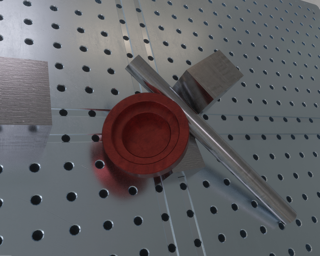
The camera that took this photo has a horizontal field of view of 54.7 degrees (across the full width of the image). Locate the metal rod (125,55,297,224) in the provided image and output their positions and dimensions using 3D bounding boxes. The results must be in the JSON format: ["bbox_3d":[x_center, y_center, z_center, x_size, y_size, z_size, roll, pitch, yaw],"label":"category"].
[{"bbox_3d":[0.072,0.020,0.408,0.300,0.025,0.025,44,51,-8],"label":"metal rod"}]

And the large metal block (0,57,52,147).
[{"bbox_3d":[-0.160,-0.026,0.322,0.081,0.050,0.080,1,61,-28],"label":"large metal block"}]

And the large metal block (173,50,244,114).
[{"bbox_3d":[0.058,-0.054,0.437,0.050,0.080,0.080,49,51,6],"label":"large metal block"}]

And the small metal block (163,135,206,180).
[{"bbox_3d":[0.024,0.035,0.399,0.050,0.025,0.050,-6,65,-31],"label":"small metal block"}]

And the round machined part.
[{"bbox_3d":[-0.015,0.011,0.364,0.099,0.042,0.098,-2,69,5],"label":"round machined part"}]
